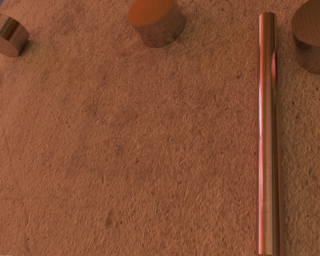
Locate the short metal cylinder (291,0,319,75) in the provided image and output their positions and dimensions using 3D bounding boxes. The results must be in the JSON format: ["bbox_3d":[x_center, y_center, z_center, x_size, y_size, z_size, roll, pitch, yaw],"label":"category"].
[{"bbox_3d":[0.195,-0.106,0.351,0.080,0.050,0.080,-13,56,21],"label":"short metal cylinder"}]

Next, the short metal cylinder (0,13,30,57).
[{"bbox_3d":[-0.331,-0.197,0.663,0.080,0.080,0.050,5,65,30],"label":"short metal cylinder"}]

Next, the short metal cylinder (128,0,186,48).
[{"bbox_3d":[-0.004,-0.177,0.499,0.080,0.050,0.080,-13,56,21],"label":"short metal cylinder"}]

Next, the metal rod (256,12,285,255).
[{"bbox_3d":[0.122,-0.015,0.348,0.025,0.025,0.300,-5,59,26],"label":"metal rod"}]
